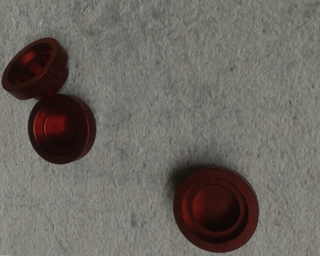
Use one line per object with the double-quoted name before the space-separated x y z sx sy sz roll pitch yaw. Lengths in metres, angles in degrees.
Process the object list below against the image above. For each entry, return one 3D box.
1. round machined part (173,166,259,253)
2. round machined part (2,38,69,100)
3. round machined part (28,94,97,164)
"round machined part" 0.069 0.094 0.375 0.098 0.042 0.097 0 90 19
"round machined part" -0.172 -0.079 0.443 0.098 0.042 0.098 -14 53 20
"round machined part" -0.134 0.000 0.443 0.098 0.042 0.097 1 94 18
